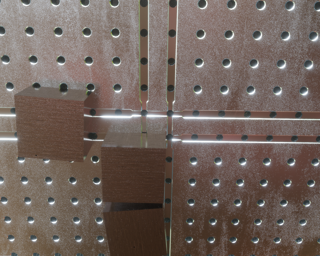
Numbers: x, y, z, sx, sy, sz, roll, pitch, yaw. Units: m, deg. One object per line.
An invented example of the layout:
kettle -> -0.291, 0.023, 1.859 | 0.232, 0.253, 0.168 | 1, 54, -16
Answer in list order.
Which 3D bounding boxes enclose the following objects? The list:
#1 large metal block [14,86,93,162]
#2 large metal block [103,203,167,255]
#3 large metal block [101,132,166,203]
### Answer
large metal block -> -0.132, -0.006, 0.397 | 0.080, 0.050, 0.079 | 5, 110, -2
large metal block -> -0.033, 0.138, 0.451 | 0.080, 0.050, 0.080 | -4, 110, 1
large metal block -> -0.034, 0.053, 0.419 | 0.080, 0.050, 0.079 | 2, 110, -1
